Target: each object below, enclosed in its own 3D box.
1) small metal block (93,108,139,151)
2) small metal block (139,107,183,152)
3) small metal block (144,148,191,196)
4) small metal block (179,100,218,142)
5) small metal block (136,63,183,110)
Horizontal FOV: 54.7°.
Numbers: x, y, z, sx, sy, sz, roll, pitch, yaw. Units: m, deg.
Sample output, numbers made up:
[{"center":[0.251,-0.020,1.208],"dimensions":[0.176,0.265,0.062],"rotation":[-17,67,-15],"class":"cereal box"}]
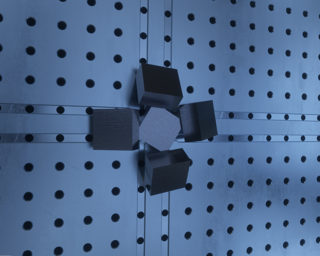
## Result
[{"center":[-0.054,0.002,0.381],"dimensions":[0.050,0.025,0.050],"rotation":[0,90,14],"class":"small metal block"},{"center":[-0.004,0.001,0.412],"dimensions":[0.050,0.025,0.050],"rotation":[33,79,-18],"class":"small metal block"},{"center":[0.009,0.057,0.404],"dimensions":[0.050,0.025,0.050],"rotation":[-10,129,-20],"class":"small metal block"},{"center":[0.053,-0.010,0.421],"dimensions":[0.050,0.025,0.050],"rotation":[-14,96,-55],"class":"small metal block"},{"center":[-0.002,-0.054,0.400],"dimensions":[0.050,0.025,0.050],"rotation":[7,52,-20],"class":"small metal block"}]
